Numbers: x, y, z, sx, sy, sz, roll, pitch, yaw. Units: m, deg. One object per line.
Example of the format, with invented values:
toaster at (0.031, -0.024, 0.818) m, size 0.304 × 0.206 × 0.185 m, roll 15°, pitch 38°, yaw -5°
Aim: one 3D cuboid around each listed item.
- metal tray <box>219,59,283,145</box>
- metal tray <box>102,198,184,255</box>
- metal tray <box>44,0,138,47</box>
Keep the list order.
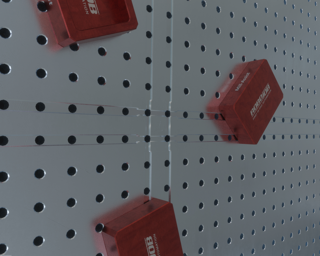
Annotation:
metal tray at (0.163, -0.046, 0.541) m, size 0.130 × 0.030 × 0.090 m, roll -52°, pitch 120°, yaw -27°
metal tray at (-0.014, 0.167, 0.394) m, size 0.091 × 0.030 × 0.129 m, roll -20°, pitch 103°, yaw -38°
metal tray at (-0.083, -0.162, 0.334) m, size 0.091 × 0.030 × 0.129 m, roll -26°, pitch 107°, yaw -37°
